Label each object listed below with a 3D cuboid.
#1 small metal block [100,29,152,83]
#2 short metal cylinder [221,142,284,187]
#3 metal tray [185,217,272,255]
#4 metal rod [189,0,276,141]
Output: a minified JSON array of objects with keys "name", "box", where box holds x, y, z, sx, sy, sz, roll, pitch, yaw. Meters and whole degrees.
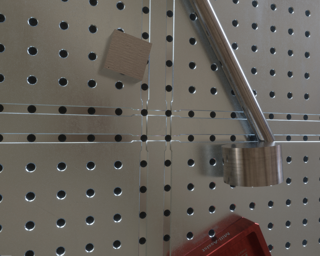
[{"name":"small metal block","box":[-0.043,-0.091,0.396,0.050,0.025,0.050,16,85,-19]},{"name":"short metal cylinder","box":[0.128,0.048,0.430,0.081,0.080,0.050,-5,92,-20]},{"name":"metal tray","box":[0.098,0.202,0.446,0.131,0.030,0.090,-26,99,-18]},{"name":"metal rod","box":[0.093,-0.108,0.446,0.025,0.025,0.299,-32,101,-17]}]
